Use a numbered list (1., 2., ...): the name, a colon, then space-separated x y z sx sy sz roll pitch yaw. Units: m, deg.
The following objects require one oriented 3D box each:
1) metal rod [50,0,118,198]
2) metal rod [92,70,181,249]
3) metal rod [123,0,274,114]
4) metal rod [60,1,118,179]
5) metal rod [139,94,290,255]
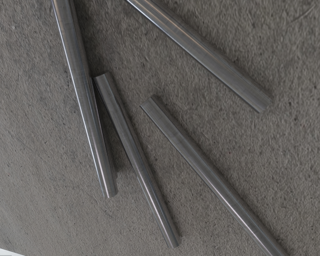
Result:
1. metal rod: -0.095 -0.031 0.409 0.025 0.025 0.298 6 121 25
2. metal rod: -0.027 0.059 0.457 0.025 0.025 0.299 -8 115 31
3. metal rod: -0.002 -0.122 0.332 0.300 0.025 0.025 40 129 0
4. metal rod: -0.100 -0.051 0.428 0.025 0.025 0.298 5 121 25
5. metal rod: 0.079 0.078 0.412 0.025 0.025 0.300 -34 100 38
